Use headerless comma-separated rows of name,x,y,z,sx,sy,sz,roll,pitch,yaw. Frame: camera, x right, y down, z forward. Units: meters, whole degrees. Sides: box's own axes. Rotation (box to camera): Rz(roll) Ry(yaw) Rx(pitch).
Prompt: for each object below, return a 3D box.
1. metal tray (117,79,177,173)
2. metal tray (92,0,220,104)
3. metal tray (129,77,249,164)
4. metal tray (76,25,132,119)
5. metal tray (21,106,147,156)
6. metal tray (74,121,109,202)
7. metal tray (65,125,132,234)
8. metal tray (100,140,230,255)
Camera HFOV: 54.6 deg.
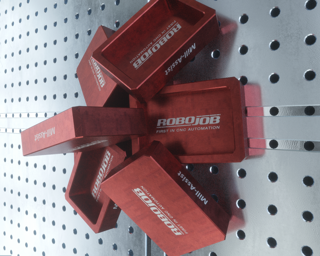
metal tray,-0.023,0.000,0.426,0.090,0.030,0.129,-6,84,38
metal tray,-0.006,-0.101,0.368,0.130,0.030,0.090,-45,57,-7
metal tray,0.031,-0.005,0.358,0.130,0.030,0.090,-4,87,22
metal tray,-0.079,-0.078,0.451,0.090,0.030,0.130,-53,44,27
metal tray,-0.090,0.006,0.358,0.130,0.091,0.030,-16,80,43
metal tray,-0.096,0.052,0.487,0.090,0.030,0.129,-5,86,39
metal tray,-0.084,0.068,0.437,0.090,0.030,0.129,33,111,35
metal tray,0.005,0.086,0.359,0.090,0.030,0.130,-36,101,35
